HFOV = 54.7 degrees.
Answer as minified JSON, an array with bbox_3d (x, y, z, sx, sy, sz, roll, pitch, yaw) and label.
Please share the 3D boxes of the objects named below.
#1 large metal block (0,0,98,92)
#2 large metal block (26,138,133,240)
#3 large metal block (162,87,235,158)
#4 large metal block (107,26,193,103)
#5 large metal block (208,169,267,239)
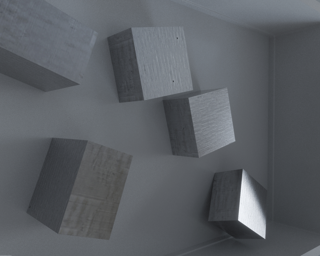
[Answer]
[{"bbox_3d":[-0.116,-0.074,0.274,0.080,0.080,0.050,25,75,-38],"label":"large metal block"},{"bbox_3d":[-0.080,0.056,0.305,0.050,0.080,0.080,25,75,-38],"label":"large metal block"},{"bbox_3d":[0.057,-0.010,0.440,0.081,0.050,0.079,-18,102,-39],"label":"large metal block"},{"bbox_3d":[-0.010,-0.079,0.383,0.081,0.050,0.079,-17,101,-39],"label":"large metal block"},{"bbox_3d":[0.124,0.121,0.485,0.080,0.050,0.080,39,51,-33],"label":"large metal block"}]
